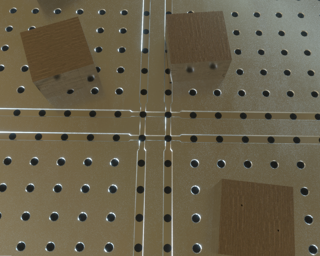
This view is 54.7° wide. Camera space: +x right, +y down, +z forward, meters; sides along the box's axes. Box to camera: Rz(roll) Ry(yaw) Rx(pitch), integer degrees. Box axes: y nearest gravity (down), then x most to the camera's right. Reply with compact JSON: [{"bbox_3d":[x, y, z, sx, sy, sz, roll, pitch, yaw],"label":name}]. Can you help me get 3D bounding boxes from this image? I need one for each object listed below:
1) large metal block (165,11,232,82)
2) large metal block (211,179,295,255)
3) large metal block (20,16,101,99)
[{"bbox_3d":[0.051,-0.115,0.441,0.081,0.050,0.080,-4,70,-2],"label":"large metal block"},{"bbox_3d":[0.106,0.108,0.360,0.080,0.050,0.080,6,70,2],"label":"large metal block"},{"bbox_3d":[-0.137,-0.098,0.432,0.081,0.050,0.080,-19,71,-7],"label":"large metal block"}]
